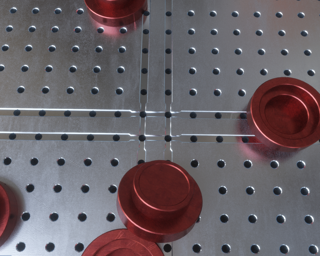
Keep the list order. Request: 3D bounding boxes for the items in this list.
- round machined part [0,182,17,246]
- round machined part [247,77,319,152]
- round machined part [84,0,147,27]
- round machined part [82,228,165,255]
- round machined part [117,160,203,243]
[{"bbox_3d":[-0.226,0.103,0.362,0.099,0.042,0.098,0,70,-1],"label":"round machined part"},{"bbox_3d":[0.164,-0.015,0.410,0.099,0.042,0.098,0,70,-1],"label":"round machined part"},{"bbox_3d":[-0.069,-0.210,0.479,0.099,0.042,0.098,0,70,-1],"label":"round machined part"},{"bbox_3d":[-0.040,0.163,0.343,0.099,0.042,0.098,0,70,-1],"label":"round machined part"},{"bbox_3d":[0.001,0.075,0.354,0.099,0.042,0.098,7,44,-7],"label":"round machined part"}]
